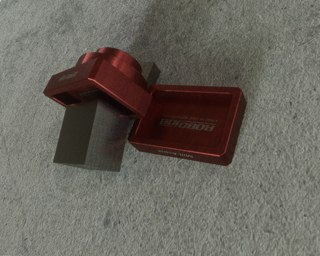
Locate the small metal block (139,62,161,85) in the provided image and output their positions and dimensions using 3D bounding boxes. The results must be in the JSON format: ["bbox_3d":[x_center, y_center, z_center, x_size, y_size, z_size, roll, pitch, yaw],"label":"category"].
[{"bbox_3d":[-0.033,-0.072,0.466,0.050,0.025,0.050,7,65,31],"label":"small metal block"}]

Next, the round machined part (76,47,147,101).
[{"bbox_3d":[-0.063,-0.072,0.420,0.098,0.098,0.042,6,65,30],"label":"round machined part"}]

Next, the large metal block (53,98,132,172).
[{"bbox_3d":[-0.089,0.012,0.403,0.080,0.050,0.080,-4,71,46],"label":"large metal block"}]

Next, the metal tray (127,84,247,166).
[{"bbox_3d":[0.033,-0.008,0.389,0.130,0.030,0.090,7,65,30],"label":"metal tray"}]

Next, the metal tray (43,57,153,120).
[{"bbox_3d":[-0.085,-0.043,0.411,0.130,0.090,0.030,-4,59,47],"label":"metal tray"}]
